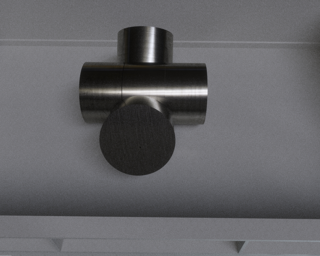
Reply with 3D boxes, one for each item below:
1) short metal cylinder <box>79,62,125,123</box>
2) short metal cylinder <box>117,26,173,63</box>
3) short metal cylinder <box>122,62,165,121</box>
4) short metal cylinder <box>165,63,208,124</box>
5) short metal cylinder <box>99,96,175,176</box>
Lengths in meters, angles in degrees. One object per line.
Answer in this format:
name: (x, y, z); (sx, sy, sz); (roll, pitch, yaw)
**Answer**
short metal cylinder: (-0.070, -0.046, 0.405); (0.050, 0.080, 0.080); (1, 50, 1)
short metal cylinder: (-0.021, -0.109, 0.449); (0.080, 0.080, 0.050); (1, 88, 1)
short metal cylinder: (-0.019, -0.045, 0.405); (0.050, 0.080, 0.080); (1, 50, 1)
short metal cylinder: (0.032, -0.045, 0.405); (0.050, 0.080, 0.080); (1, 50, 1)
short metal cylinder: (-0.024, 0.007, 0.352); (0.080, 0.079, 0.050); (0, 16, 0)
